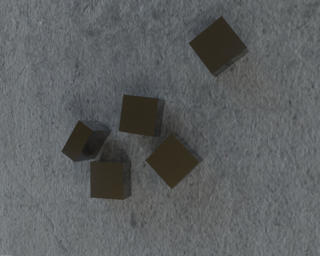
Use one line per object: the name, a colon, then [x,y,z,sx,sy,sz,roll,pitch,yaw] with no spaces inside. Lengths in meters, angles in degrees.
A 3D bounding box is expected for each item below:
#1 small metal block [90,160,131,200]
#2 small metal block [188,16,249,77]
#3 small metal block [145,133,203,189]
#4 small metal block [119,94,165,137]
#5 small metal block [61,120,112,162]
small metal block: [-0.068,0.071,0.432,0.050,0.025,0.050,-1,90,19]
small metal block: [0.072,-0.099,0.383,0.050,0.025,0.050,-37,79,16]
small metal block: [0.019,0.042,0.402,0.050,0.025,0.050,-46,76,14]
small metal block: [-0.024,-0.017,0.417,0.050,0.025,0.050,8,93,19]
small metal block: [-0.101,0.017,0.430,0.025,0.050,0.050,35,101,16]
